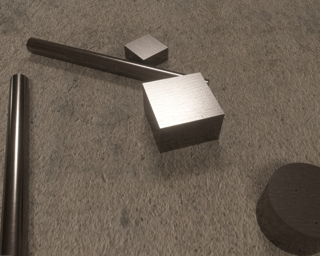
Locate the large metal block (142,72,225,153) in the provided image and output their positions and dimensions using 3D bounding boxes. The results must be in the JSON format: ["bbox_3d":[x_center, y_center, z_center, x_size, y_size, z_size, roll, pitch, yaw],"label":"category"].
[{"bbox_3d":[0.027,-0.022,0.406,0.081,0.050,0.080,-13,51,-11],"label":"large metal block"}]

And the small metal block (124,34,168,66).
[{"bbox_3d":[-0.022,-0.123,0.506,0.050,0.025,0.050,-33,58,-25],"label":"small metal block"}]

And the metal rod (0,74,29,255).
[{"bbox_3d":[-0.170,0.041,0.366,0.025,0.025,0.300,-11,51,-10],"label":"metal rod"}]

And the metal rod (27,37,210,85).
[{"bbox_3d":[-0.073,-0.099,0.485,0.301,0.025,0.025,16,52,12],"label":"metal rod"}]

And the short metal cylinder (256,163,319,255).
[{"bbox_3d":[0.146,0.083,0.319,0.081,0.050,0.080,0,50,0],"label":"short metal cylinder"}]
